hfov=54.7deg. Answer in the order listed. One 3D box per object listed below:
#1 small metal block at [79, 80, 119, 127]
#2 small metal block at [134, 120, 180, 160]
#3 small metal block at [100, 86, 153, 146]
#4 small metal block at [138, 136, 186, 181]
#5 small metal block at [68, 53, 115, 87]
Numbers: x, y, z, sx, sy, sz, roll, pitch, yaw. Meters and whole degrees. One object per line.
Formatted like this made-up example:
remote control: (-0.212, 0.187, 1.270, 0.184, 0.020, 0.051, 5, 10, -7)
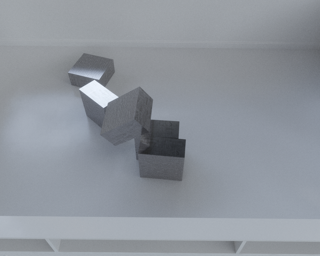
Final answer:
small metal block: (-0.077, -0.028, 0.410, 0.050, 0.050, 0.025, 36, 59, 28)
small metal block: (-0.003, 0.016, 0.375, 0.050, 0.050, 0.025, 4, 51, 2)
small metal block: (-0.037, -0.013, 0.356, 0.050, 0.025, 0.050, -23, 43, 29)
small metal block: (0.003, 0.036, 0.359, 0.050, 0.050, 0.025, 5, 51, 3)
small metal block: (-0.104, -0.086, 0.476, 0.050, 0.025, 0.050, 14, 51, 11)
